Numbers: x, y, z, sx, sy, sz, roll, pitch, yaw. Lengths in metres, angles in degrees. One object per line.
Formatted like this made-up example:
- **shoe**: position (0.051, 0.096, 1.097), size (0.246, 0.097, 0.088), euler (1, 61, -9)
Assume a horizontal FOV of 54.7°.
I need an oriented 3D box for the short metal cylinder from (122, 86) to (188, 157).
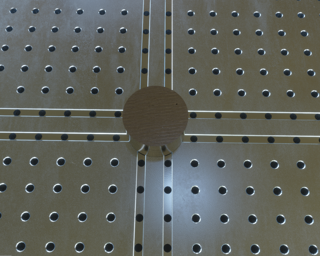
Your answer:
- **short metal cylinder**: position (-0.006, -0.008, 0.401), size (0.081, 0.050, 0.080), euler (0, 70, 0)
